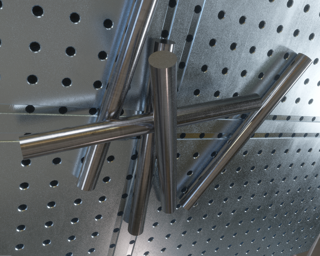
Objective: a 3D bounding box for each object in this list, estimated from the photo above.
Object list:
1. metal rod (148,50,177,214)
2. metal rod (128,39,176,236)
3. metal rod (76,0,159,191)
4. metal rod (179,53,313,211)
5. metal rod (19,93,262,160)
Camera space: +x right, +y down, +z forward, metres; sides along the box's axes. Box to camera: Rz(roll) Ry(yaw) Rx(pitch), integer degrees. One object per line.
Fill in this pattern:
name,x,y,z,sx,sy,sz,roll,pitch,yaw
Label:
metal rod,0.008,0.034,0.385,0.025,0.025,0.298,-23,144,-15
metal rod,-0.017,0.031,0.422,0.025,0.025,0.298,-5,121,-26
metal rod,-0.045,-0.055,0.353,0.025,0.025,0.298,8,114,-32
metal rod,0.131,0.011,0.492,0.025,0.025,0.299,30,102,-38
metal rod,-0.004,-0.008,0.372,0.303,0.025,0.025,-12,124,-23
